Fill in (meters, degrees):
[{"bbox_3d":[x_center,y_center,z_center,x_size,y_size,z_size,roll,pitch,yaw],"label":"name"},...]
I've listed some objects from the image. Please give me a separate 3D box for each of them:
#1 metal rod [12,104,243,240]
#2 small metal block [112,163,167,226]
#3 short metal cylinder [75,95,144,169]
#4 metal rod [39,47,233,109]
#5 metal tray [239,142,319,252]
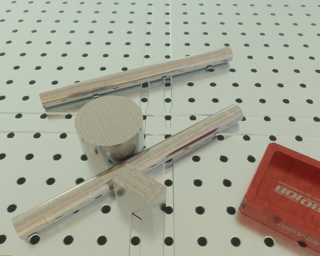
[{"bbox_3d":[-0.020,0.041,0.372,0.302,0.025,0.025,-26,55,-21],"label":"metal rod"},{"bbox_3d":[-0.021,0.072,0.331,0.050,0.050,0.025,28,55,21],"label":"small metal block"},{"bbox_3d":[-0.060,0.005,0.386,0.081,0.050,0.080,0,50,0],"label":"short metal cylinder"},{"bbox_3d":[-0.027,-0.081,0.474,0.302,0.025,0.025,-16,52,-14],"label":"metal rod"},{"bbox_3d":[0.166,0.079,0.339,0.130,0.030,0.090,25,54,19],"label":"metal tray"}]
